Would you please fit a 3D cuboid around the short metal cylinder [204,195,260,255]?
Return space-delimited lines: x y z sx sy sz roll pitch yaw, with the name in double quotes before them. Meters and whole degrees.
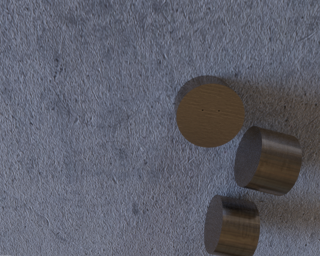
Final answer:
"short metal cylinder" 0.098 0.138 0.432 0.050 0.080 0.079 12 110 -5

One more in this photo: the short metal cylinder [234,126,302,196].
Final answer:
"short metal cylinder" 0.135 0.042 0.397 0.050 0.080 0.079 14 110 -5

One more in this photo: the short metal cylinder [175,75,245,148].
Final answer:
"short metal cylinder" 0.060 -0.022 0.389 0.081 0.050 0.079 0 110 0
